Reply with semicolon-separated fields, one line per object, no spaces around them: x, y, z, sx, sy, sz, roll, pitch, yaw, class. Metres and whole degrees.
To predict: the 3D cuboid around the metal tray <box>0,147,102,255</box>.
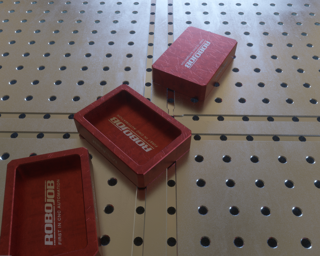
-0.115;0.087;0.331;0.091;0.030;0.130;-10;51;-9;metal tray

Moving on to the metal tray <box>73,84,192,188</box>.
-0.036;0.004;0.400;0.130;0.030;0.090;37;59;27;metal tray

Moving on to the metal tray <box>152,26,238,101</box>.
0.057;-0.108;0.495;0.090;0.030;0.130;24;54;19;metal tray
